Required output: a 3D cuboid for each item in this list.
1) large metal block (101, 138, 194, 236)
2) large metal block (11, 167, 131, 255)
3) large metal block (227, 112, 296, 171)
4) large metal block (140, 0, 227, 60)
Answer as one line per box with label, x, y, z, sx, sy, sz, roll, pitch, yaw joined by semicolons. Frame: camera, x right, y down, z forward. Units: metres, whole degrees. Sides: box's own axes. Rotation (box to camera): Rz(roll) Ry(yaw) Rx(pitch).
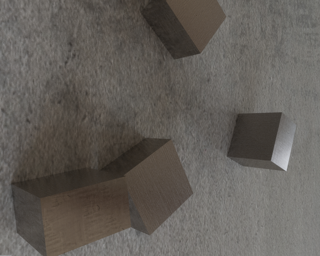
large metal block;-0.015;0.067;0.378;0.081;0.050;0.080;-35;112;-35
large metal block;-0.086;0.074;0.298;0.081;0.080;0.050;-9;96;-40
large metal block;0.168;0.022;0.513;0.050;0.080;0.080;30;71;-37
large metal block;0.034;-0.153;0.419;0.080;0.050;0.080;49;61;-29
